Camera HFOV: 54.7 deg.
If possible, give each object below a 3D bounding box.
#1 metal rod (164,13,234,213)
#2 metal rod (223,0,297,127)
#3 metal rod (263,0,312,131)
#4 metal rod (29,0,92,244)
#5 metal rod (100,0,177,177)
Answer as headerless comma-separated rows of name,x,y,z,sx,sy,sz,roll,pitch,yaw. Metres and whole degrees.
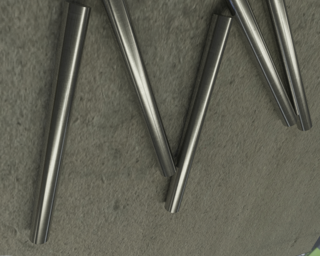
metal rod,0.047,-0.003,0.432,0.025,0.025,0.298,-3,120,-28
metal rod,0.139,-0.097,0.425,0.025,0.025,0.300,-42,130,1
metal rod,0.188,-0.098,0.451,0.025,0.025,0.300,-38,130,-3
metal rod,-0.118,0.014,0.351,0.025,0.025,0.298,3,117,-30
metal rod,-0.023,-0.051,0.363,0.025,0.025,0.298,-27,128,-12
